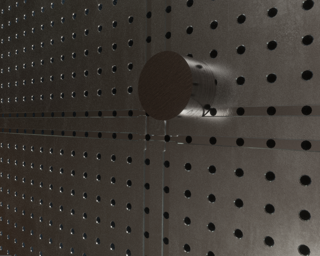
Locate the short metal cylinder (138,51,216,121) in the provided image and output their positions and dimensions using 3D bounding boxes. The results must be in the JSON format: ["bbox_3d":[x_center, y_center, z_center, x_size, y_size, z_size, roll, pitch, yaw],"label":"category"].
[{"bbox_3d":[0.020,-0.049,0.375,0.080,0.050,0.079,0,90,39],"label":"short metal cylinder"}]
